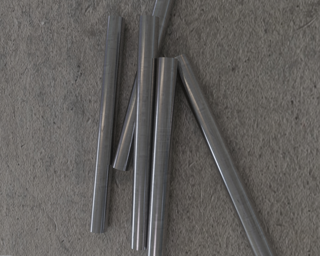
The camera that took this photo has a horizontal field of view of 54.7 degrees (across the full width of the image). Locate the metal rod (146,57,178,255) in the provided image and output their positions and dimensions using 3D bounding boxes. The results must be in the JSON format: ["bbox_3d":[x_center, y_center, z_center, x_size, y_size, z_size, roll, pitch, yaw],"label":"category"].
[{"bbox_3d":[0.001,0.063,0.396,0.025,0.025,0.298,6,97,20],"label":"metal rod"}]

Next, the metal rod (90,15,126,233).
[{"bbox_3d":[-0.074,-0.004,0.434,0.025,0.025,0.298,6,92,20],"label":"metal rod"}]

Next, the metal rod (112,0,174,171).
[{"bbox_3d":[-0.015,-0.088,0.414,0.025,0.025,0.298,17,96,19],"label":"metal rod"}]

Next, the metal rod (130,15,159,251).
[{"bbox_3d":[-0.021,0.012,0.400,0.025,0.025,0.298,5,98,20],"label":"metal rod"}]

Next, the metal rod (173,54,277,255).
[{"bbox_3d":[0.081,0.047,0.380,0.025,0.025,0.299,-25,82,18],"label":"metal rod"}]
